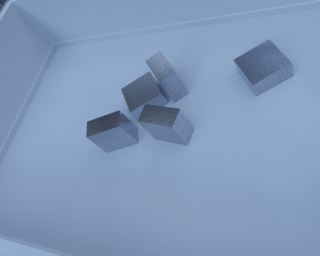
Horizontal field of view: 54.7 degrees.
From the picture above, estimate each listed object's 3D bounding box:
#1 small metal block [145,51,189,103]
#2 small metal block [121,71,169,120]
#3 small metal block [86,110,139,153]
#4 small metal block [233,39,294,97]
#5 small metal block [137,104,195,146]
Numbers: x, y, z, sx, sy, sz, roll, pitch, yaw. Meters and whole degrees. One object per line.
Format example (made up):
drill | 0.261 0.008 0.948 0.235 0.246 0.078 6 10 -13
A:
small metal block | 0.010 -0.070 0.427 0.025 0.050 0.050 -35 51 6
small metal block | -0.023 -0.046 0.446 0.050 0.025 0.050 -31 52 8
small metal block | -0.063 0.006 0.419 0.050 0.050 0.025 -18 55 18
small metal block | 0.128 -0.075 0.385 0.050 0.025 0.050 -30 52 9
small metal block | 0.008 -0.004 0.388 0.050 0.050 0.025 10 67 32
